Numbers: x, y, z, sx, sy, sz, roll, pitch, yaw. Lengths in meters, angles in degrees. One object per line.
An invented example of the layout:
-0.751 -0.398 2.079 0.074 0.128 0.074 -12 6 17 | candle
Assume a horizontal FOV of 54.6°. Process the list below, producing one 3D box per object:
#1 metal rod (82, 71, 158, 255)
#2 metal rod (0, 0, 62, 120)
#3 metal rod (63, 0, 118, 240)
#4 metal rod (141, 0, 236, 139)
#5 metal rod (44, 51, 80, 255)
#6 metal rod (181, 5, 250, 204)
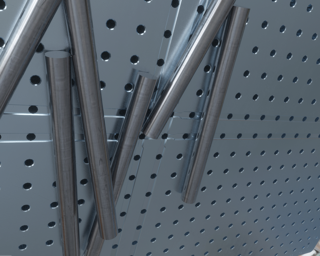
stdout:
-0.060 0.069 0.419 0.025 0.025 0.298 6 116 -31 | metal rod
-0.125 -0.085 0.289 0.025 0.025 0.299 24 105 -37 | metal rod
-0.074 0.011 0.359 0.025 0.025 0.298 -13 119 -21 | metal rod
0.057 -0.118 0.368 0.025 0.025 0.299 18 109 -35 | metal rod
-0.116 0.056 0.381 0.025 0.025 0.298 -8 122 -24 | metal rod
0.071 -0.015 0.439 0.025 0.025 0.298 -4 120 -27 | metal rod
